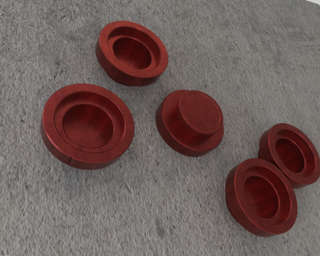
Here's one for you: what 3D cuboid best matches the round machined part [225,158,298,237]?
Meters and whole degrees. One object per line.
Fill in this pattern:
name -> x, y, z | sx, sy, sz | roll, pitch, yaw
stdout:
round machined part -> 0.126, 0.092, 0.404 | 0.099, 0.042, 0.098 | 14, 56, -21

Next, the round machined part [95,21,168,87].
round machined part -> -0.042, -0.097, 0.430 | 0.099, 0.042, 0.098 | 14, 56, -21

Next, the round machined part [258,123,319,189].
round machined part -> 0.189, 0.045, 0.467 | 0.099, 0.042, 0.098 | 14, 56, -21

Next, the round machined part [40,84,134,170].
round machined part -> -0.082, 0.002, 0.347 | 0.099, 0.042, 0.098 | 14, 56, -21

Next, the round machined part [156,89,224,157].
round machined part -> 0.047, -0.013, 0.426 | 0.099, 0.042, 0.098 | 14, 56, -21
